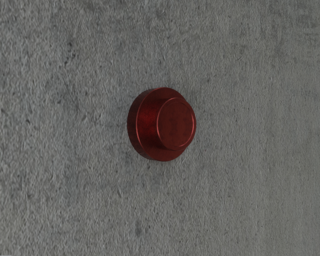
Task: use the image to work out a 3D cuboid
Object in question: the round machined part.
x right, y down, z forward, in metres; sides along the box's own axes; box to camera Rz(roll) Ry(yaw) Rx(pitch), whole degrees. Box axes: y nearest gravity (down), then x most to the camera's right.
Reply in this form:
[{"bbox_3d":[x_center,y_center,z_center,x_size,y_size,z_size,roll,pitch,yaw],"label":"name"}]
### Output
[{"bbox_3d":[0.009,-0.005,0.404,0.099,0.042,0.097,0,90,-40],"label":"round machined part"}]
